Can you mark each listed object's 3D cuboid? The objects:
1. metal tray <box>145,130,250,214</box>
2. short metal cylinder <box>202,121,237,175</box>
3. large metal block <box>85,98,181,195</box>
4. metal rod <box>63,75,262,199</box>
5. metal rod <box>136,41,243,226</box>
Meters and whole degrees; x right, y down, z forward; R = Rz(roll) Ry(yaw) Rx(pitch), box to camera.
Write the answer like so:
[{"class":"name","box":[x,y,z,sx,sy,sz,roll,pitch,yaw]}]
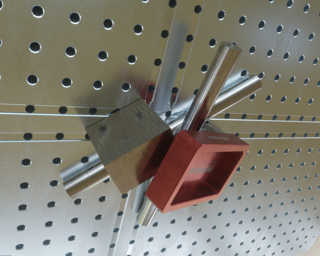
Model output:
[{"class":"metal tray","box":[0.050,0.050,0.377,0.131,0.030,0.089,5,118,-52]},{"class":"short metal cylinder","box":[0.066,0.034,0.453,0.081,0.050,0.079,-14,125,-21]},{"class":"large metal block","box":[-0.033,0.019,0.370,0.080,0.080,0.050,-30,129,-10]},{"class":"metal rod","box":[0.011,0.007,0.424,0.301,0.025,0.025,-30,129,-10]},{"class":"metal rod","box":[0.027,0.028,0.415,0.025,0.025,0.298,4,126,-31]}]
